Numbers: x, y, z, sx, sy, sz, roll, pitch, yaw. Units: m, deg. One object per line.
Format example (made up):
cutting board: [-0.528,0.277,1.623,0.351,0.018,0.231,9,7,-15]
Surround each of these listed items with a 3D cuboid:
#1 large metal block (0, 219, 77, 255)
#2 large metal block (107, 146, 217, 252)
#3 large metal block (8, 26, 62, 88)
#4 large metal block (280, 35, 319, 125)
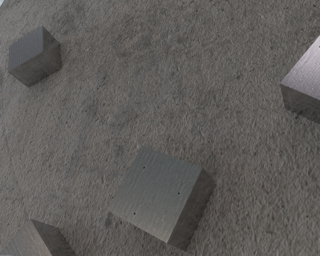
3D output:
large metal block: [-0.146,0.168,0.361,0.080,0.050,0.080,-49,52,-7]
large metal block: [0.003,0.075,0.340,0.080,0.050,0.080,17,70,34]
large metal block: [-0.241,-0.138,0.599,0.080,0.050,0.080,-26,53,12]
large metal block: [0.186,-0.046,0.318,0.080,0.050,0.080,-49,52,-7]
